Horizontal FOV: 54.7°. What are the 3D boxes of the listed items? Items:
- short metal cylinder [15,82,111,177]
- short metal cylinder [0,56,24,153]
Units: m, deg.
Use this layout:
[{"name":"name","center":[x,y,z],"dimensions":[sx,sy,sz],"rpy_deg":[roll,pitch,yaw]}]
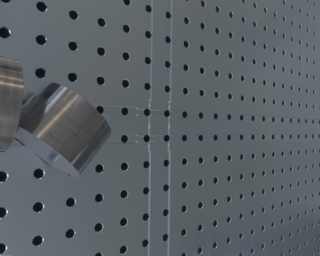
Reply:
[{"name":"short metal cylinder","center":[-0.094,0.003,0.294],"dimensions":[0.080,0.080,0.050],"rpy_deg":[49,61,-29]},{"name":"short metal cylinder","center":[-0.149,-0.022,0.248],"dimensions":[0.050,0.080,0.080],"rpy_deg":[9,85,-40]}]
